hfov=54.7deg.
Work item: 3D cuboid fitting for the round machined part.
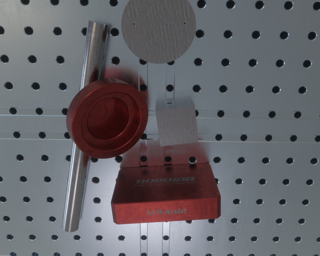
[{"bbox_3d":[-0.067,-0.015,0.383,0.099,0.042,0.097,-17,122,-28],"label":"round machined part"}]

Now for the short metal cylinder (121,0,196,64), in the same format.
[{"bbox_3d":[-0.001,-0.118,0.357,0.081,0.050,0.079,0,110,0],"label":"short metal cylinder"}]

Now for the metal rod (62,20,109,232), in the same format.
[{"bbox_3d":[-0.104,0.012,0.416,0.025,0.025,0.298,11,110,-4],"label":"metal rod"}]

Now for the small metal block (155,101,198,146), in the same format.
[{"bbox_3d":[0.022,-0.006,0.411,0.050,0.025,0.050,-7,110,2],"label":"small metal block"}]

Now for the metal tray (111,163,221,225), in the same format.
[{"bbox_3d":[0.008,0.084,0.409,0.131,0.090,0.030,-4,110,1],"label":"metal tray"}]
